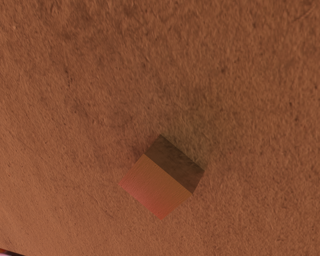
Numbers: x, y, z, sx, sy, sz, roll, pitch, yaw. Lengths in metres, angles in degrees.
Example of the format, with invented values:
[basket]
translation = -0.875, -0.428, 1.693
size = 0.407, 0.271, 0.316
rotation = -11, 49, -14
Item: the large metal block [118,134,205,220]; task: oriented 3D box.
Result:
[large metal block]
translation = 0.001, 0.069, 0.434
size = 0.080, 0.050, 0.080
rotation = 40, 129, 1
